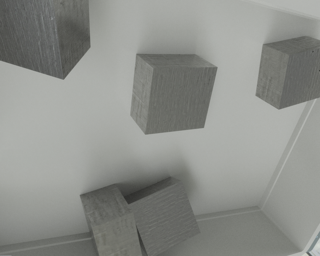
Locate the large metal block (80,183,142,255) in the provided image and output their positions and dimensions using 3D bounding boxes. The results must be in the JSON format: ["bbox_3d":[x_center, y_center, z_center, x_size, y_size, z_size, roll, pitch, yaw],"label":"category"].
[{"bbox_3d":[-0.065,0.133,0.409,0.050,0.080,0.079,-16,112,-20],"label":"large metal block"}]

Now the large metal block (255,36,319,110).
[{"bbox_3d":[0.191,-0.081,0.447,0.081,0.050,0.079,-16,125,-20],"label":"large metal block"}]

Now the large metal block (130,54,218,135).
[{"bbox_3d":[0.014,-0.043,0.373,0.081,0.050,0.079,-6,121,-25],"label":"large metal block"}]

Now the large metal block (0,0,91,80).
[{"bbox_3d":[-0.103,-0.094,0.239,0.080,0.050,0.079,17,139,5],"label":"large metal block"}]

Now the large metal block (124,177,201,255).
[{"bbox_3d":[0.001,0.126,0.448,0.081,0.050,0.080,-21,94,-16],"label":"large metal block"}]
